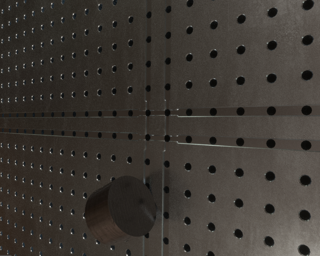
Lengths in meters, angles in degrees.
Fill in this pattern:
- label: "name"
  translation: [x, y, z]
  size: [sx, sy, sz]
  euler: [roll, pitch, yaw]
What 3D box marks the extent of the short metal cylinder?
- label: "short metal cylinder"
  translation: [-0.052, 0.110, 0.414]
  size: [0.050, 0.081, 0.080]
  euler: [-33, 70, 35]
